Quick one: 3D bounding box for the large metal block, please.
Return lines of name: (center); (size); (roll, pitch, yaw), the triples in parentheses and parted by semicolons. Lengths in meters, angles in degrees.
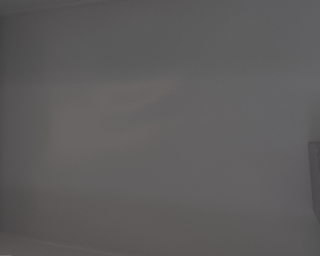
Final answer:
large metal block: (0.186, 0.055, 0.316); (0.050, 0.080, 0.080); (-4, 89, 20)
